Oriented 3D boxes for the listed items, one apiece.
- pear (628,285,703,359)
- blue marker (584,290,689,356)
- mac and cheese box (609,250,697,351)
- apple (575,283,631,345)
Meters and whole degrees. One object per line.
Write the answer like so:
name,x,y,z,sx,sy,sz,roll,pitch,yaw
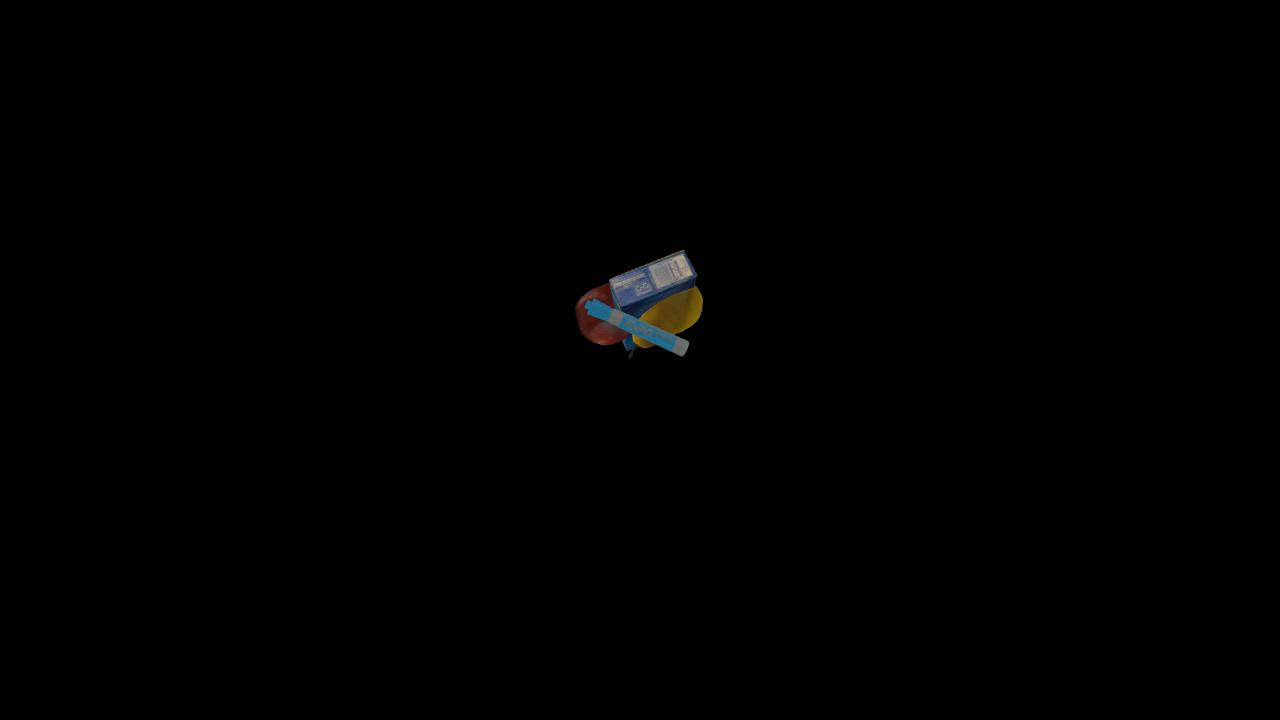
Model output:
pear,0.020,-0.049,0.718,0.080,0.111,0.080,39,-7,6
blue marker,-0.004,-0.036,0.671,0.121,0.020,0.020,24,-4,-10
mac and cheese box,0.015,-0.066,0.750,0.093,0.041,0.184,-24,-13,-6
apple,-0.038,-0.058,0.767,0.079,0.079,0.093,0,-8,-29
